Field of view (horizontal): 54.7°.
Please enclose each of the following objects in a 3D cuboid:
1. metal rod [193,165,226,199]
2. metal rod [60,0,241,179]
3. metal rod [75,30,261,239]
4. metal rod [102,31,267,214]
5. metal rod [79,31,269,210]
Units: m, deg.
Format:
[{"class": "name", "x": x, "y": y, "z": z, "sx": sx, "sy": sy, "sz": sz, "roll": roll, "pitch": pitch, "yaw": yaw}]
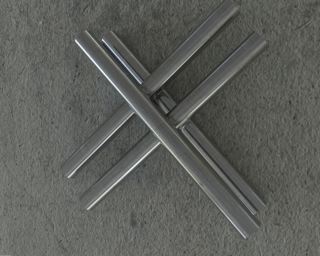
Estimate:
[{"class": "metal rod", "x": 0.004, "y": -0.001, "z": 0.408, "sx": 0.025, "sy": 0.025, "sz": 0.300, "roll": -44, "pitch": 77, "yaw": 14}, {"class": "metal rod", "x": -0.022, "y": -0.040, "z": 0.390, "sx": 0.299, "sy": 0.025, "sz": 0.025, "roll": -43, "pitch": 77, "yaw": 14}, {"class": "metal rod", "x": 0.000, "y": -0.003, "z": 0.356, "sx": 0.025, "sy": 0.025, "sz": 0.300, "roll": -44, "pitch": 77, "yaw": 14}, {"class": "metal rod", "x": 0.023, "y": -0.015, "z": 0.401, "sx": 0.025, "sy": 0.025, "sz": 0.300, "roll": -44, "pitch": 77, "yaw": 14}, {"class": "metal rod", "x": 0.007, "y": 0.001, "z": 0.380, "sx": 0.299, "sy": 0.025, "sz": 0.025, "roll": -43, "pitch": 77, "yaw": 14}]
